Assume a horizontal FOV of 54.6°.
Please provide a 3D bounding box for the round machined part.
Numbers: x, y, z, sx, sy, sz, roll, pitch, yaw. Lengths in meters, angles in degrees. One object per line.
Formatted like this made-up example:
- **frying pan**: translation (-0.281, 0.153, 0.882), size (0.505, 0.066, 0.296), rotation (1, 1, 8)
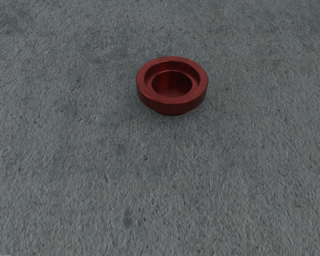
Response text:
- **round machined part**: translation (0.016, -0.055, 0.439), size (0.099, 0.042, 0.098), rotation (0, 50, 0)
